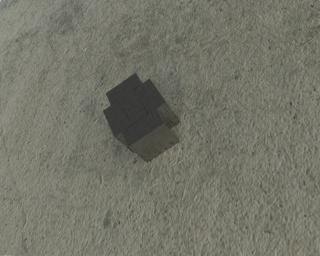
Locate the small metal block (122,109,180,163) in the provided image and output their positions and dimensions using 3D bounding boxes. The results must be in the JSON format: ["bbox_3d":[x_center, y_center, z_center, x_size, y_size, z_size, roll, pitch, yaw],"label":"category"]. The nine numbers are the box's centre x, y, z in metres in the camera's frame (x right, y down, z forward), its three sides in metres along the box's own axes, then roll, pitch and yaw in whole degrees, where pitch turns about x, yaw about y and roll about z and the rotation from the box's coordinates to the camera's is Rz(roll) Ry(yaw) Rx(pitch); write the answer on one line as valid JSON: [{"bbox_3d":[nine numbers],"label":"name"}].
[{"bbox_3d":[-0.010,0.011,0.386,0.050,0.050,0.025,-34,52,6],"label":"small metal block"}]

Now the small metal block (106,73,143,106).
[{"bbox_3d":[-0.038,-0.041,0.432,0.050,0.050,0.025,-34,52,6],"label":"small metal block"}]

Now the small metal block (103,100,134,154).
[{"bbox_3d":[-0.045,-0.001,0.411,0.025,0.050,0.050,-35,52,5],"label":"small metal block"}]

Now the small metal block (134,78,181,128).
[{"bbox_3d":[-0.003,-0.029,0.407,0.025,0.050,0.050,-35,52,5],"label":"small metal block"}]

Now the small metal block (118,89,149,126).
[{"bbox_3d":[-0.024,-0.015,0.409,0.025,0.050,0.050,-35,52,5],"label":"small metal block"}]
